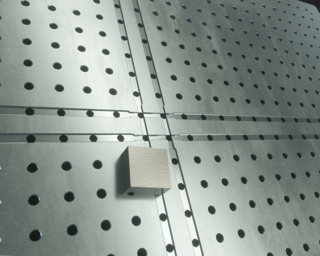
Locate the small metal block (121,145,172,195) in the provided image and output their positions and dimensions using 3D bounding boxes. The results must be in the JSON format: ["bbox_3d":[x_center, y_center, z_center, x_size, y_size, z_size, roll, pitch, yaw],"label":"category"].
[{"bbox_3d":[-0.017,0.051,0.369,0.050,0.025,0.050,8,58,-25],"label":"small metal block"}]
